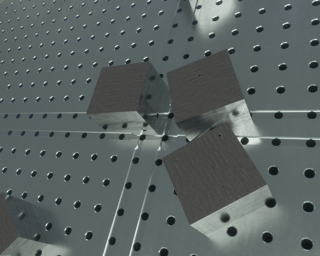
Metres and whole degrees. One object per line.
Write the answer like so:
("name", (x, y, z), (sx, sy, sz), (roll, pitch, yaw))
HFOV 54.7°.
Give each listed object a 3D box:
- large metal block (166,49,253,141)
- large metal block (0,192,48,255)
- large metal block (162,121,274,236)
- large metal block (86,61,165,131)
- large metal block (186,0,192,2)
("large metal block", (0.060, -0.039, 0.384), (0.080, 0.050, 0.080), (-19, 54, 16))
("large metal block", (-0.209, 0.147, 0.409), (0.080, 0.050, 0.080), (-44, 51, -3))
("large metal block", (0.060, 0.054, 0.327), (0.080, 0.050, 0.080), (-31, 52, 8))
("large metal block", (-0.047, -0.044, 0.442), (0.080, 0.050, 0.080), (-2, 61, 27))
("large metal block", (0.052, -0.274, 0.512), (0.080, 0.080, 0.050), (-41, 51, 0))
